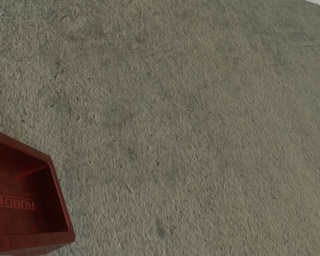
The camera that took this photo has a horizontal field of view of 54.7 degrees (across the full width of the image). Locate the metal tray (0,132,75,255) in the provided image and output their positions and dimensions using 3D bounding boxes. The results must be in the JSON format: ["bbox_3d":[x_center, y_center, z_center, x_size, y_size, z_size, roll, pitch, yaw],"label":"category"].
[{"bbox_3d":[-0.116,0.054,0.244,0.030,0.130,0.090,-24,72,-2],"label":"metal tray"}]
